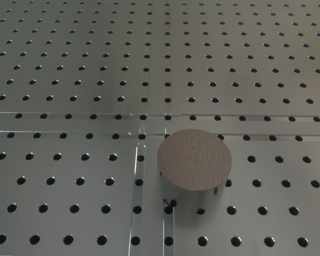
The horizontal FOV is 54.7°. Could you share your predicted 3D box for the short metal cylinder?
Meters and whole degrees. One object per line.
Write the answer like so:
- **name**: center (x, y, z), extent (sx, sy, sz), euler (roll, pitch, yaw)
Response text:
- **short metal cylinder**: center (0.037, 0.047, 0.352), extent (0.081, 0.050, 0.080), euler (0, 50, 0)
